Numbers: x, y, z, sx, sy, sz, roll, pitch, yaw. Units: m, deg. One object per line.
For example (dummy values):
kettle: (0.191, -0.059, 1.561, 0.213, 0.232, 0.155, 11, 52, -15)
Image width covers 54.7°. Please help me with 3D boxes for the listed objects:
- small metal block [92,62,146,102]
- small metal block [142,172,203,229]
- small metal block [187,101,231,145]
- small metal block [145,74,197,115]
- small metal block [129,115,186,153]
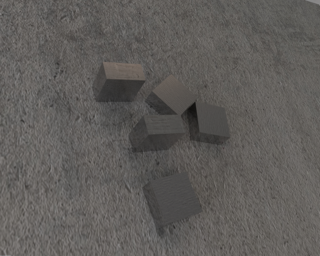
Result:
small metal block: (-0.053, -0.057, 0.394, 0.050, 0.050, 0.025, -3, 63, -30)
small metal block: (0.014, 0.083, 0.360, 0.050, 0.025, 0.050, -9, 66, -32)
small metal block: (0.069, -0.006, 0.444, 0.050, 0.025, 0.050, 10, 57, -23)
small metal block: (0.016, -0.041, 0.437, 0.050, 0.025, 0.050, 42, 51, 1)
small metal block: (-0.004, 0.007, 0.381, 0.050, 0.050, 0.025, -2, 63, -29)
